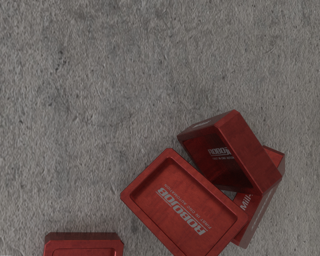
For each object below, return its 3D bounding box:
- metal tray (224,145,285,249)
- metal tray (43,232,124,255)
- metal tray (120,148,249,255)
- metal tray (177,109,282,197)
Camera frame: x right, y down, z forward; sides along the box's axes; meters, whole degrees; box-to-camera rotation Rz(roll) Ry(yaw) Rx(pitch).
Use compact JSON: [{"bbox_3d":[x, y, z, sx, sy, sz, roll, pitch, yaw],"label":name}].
[{"bbox_3d":[0.129,0.098,0.426,0.130,0.030,0.090,-59,150,-11],"label":"metal tray"},{"bbox_3d":[-0.097,0.194,0.370,0.091,0.030,0.129,8,88,-20],"label":"metal tray"},{"bbox_3d":[0.027,0.098,0.376,0.090,0.030,0.130,-44,67,-13],"label":"metal tray"},{"bbox_3d":[0.075,0.032,0.374,0.030,0.130,0.090,-35,93,-16],"label":"metal tray"}]
